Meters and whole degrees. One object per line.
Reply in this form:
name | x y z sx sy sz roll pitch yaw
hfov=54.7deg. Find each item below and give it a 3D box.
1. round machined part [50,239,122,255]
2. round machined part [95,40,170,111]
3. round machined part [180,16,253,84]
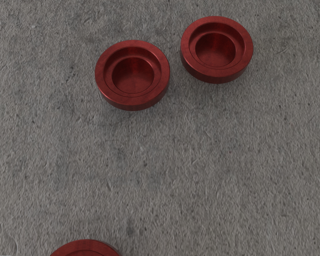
round machined part | -0.080 0.172 0.335 0.099 0.042 0.098 0 70 0
round machined part | -0.036 -0.067 0.423 0.099 0.042 0.098 0 70 0
round machined part | 0.077 -0.105 0.438 0.099 0.042 0.098 0 70 0
